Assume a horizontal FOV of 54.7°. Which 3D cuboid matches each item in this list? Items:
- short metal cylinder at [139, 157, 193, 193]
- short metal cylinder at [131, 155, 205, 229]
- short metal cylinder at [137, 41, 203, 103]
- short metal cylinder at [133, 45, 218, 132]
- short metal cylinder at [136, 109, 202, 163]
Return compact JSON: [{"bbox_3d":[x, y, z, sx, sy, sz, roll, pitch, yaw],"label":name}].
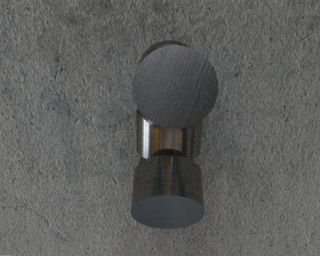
[{"bbox_3d":[0.009,0.063,0.421,0.081,0.050,0.079,0,110,0],"label":"short metal cylinder"},{"bbox_3d":[0.009,0.075,0.355,0.080,0.050,0.080,1,138,1],"label":"short metal cylinder"},{"bbox_3d":[0.012,-0.063,0.375,0.081,0.050,0.079,0,110,0],"label":"short metal cylinder"},{"bbox_3d":[0.014,-0.037,0.315,0.081,0.050,0.080,0,85,-1],"label":"short metal cylinder"},{"bbox_3d":[0.011,0.003,0.383,0.081,0.080,0.050,1,110,-1],"label":"short metal cylinder"}]
